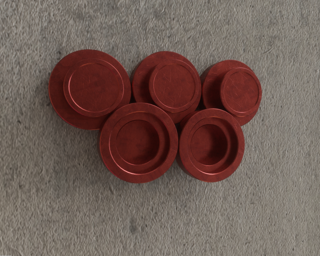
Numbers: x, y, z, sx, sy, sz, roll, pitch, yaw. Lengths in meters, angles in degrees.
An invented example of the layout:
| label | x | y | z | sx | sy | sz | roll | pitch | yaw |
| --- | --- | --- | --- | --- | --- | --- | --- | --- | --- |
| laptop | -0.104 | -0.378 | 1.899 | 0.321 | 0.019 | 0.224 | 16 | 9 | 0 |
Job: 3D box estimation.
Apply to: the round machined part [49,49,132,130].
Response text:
| label | x | y | z | sx | sy | sz | roll | pitch | yaw |
| --- | --- | --- | --- | --- | --- | --- | --- | --- | --- |
| round machined part | -0.081 | -0.046 | 0.372 | 0.099 | 0.042 | 0.097 | 0 | 90 | -21 |

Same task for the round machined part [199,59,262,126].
| label | x | y | z | sx | sy | sz | roll | pitch | yaw |
| --- | --- | --- | --- | --- | --- | --- | --- | --- | --- |
| round machined part | 0.105 | -0.049 | 0.441 | 0.099 | 0.042 | 0.097 | 0 | 90 | -21 |

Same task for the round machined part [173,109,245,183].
| label | x | y | z | sx | sy | sz | roll | pitch | yaw |
| --- | --- | --- | --- | --- | --- | --- | --- | --- | --- |
| round machined part | 0.063 | 0.023 | 0.426 | 0.099 | 0.042 | 0.097 | 0 | 90 | -21 |

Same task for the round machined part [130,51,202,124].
| label | x | y | z | sx | sy | sz | roll | pitch | yaw |
| --- | --- | --- | --- | --- | --- | --- | --- | --- | --- |
| round machined part | 0.012 | -0.053 | 0.407 | 0.099 | 0.042 | 0.097 | 0 | 90 | -21 |

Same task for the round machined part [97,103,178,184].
| label | x | y | z | sx | sy | sz | roll | pitch | yaw |
| --- | --- | --- | --- | --- | --- | --- | --- | --- | --- |
| round machined part | -0.030 | 0.018 | 0.391 | 0.099 | 0.042 | 0.097 | 0 | 90 | -21 |
